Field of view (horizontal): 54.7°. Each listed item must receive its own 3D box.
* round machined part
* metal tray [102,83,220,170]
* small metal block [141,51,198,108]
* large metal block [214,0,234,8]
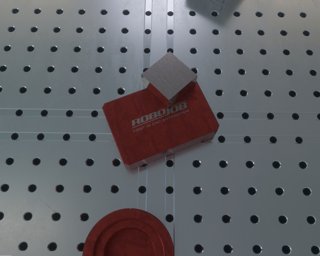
[{"bbox_3d":[-0.034,0.143,0.350,0.099,0.042,0.098,0,70,0],"label":"round machined part"},{"bbox_3d":[0.000,-0.010,0.413,0.131,0.030,0.090,-21,72,-8],"label":"metal tray"},{"bbox_3d":[0.012,-0.063,0.402,0.050,0.025,0.050,-42,75,-14],"label":"small metal block"},{"bbox_3d":[0.099,-0.253,0.491,0.080,0.050,0.080,33,73,11],"label":"large metal block"}]
